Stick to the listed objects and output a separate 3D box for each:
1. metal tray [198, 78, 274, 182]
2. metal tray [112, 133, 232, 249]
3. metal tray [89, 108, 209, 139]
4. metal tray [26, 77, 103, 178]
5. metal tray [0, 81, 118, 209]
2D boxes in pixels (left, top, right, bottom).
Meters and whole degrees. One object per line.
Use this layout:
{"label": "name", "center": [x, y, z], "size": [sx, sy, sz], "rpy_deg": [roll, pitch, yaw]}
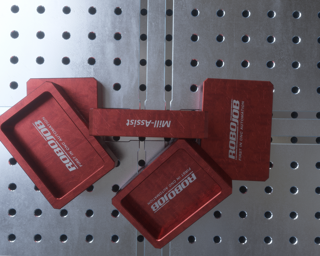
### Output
{"label": "metal tray", "center": [0.098, 0.002, 0.411], "size": [0.091, 0.030, 0.129], "rpy_deg": [3, 90, -1]}
{"label": "metal tray", "center": [0.014, 0.081, 0.392], "size": [0.130, 0.030, 0.090], "rpy_deg": [-43, 91, 17]}
{"label": "metal tray", "center": [-0.012, -0.005, 0.380], "size": [0.131, 0.090, 0.030], "rpy_deg": [2, 90, -1]}
{"label": "metal tray", "center": [-0.124, 0.000, 0.409], "size": [0.091, 0.030, 0.129], "rpy_deg": [-1, 91, 0]}
{"label": "metal tray", "center": [-0.126, 0.020, 0.377], "size": [0.090, 0.030, 0.130], "rpy_deg": [-38, 91, -1]}
